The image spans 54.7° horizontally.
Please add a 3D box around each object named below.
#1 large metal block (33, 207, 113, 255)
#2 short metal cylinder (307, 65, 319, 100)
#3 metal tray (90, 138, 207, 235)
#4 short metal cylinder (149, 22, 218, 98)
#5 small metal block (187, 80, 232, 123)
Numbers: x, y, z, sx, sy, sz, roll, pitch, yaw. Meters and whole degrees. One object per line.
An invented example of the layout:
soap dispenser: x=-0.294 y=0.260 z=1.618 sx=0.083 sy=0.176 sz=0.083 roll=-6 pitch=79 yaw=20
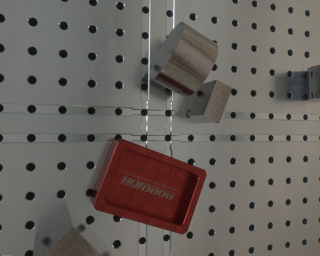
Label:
large metal block: x=-0.094 y=0.145 z=0.349 sx=0.050 sy=0.080 sz=0.080 roll=-43 pitch=104 yaw=-15
short metal cylinder: x=0.275 y=-0.071 z=0.485 sx=0.081 sy=0.080 sz=0.050 roll=-1 pitch=91 yaw=-20
metal tray: x=-0.012 y=0.077 z=0.405 sx=0.131 sy=0.030 sz=0.090 roll=22 pitch=83 yaw=-19
short metal cylinder: x=0.029 y=-0.086 z=0.394 sx=0.050 sy=0.080 sz=0.080 roll=27 pitch=81 yaw=-18
small metal block: x=0.067 y=-0.035 z=0.424 sx=0.025 sy=0.050 sz=0.050 roll=24 pitch=82 yaw=-19
